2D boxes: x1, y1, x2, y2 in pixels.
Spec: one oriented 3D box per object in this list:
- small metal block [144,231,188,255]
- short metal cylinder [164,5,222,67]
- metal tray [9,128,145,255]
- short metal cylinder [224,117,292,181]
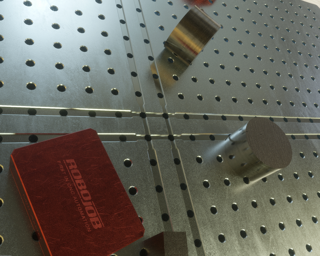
[{"bbox_3d":[0.006,0.135,0.312,0.025,0.050,0.050,10,58,-23],"label":"small metal block"},{"bbox_3d":[0.051,-0.144,0.488,0.050,0.080,0.080,39,51,-2],"label":"short metal cylinder"},{"bbox_3d":[-0.085,0.071,0.316,0.091,0.030,0.130,-18,71,-35],"label":"metal tray"},{"bbox_3d":[0.142,0.031,0.449,0.081,0.050,0.080,14,56,-21],"label":"short metal cylinder"}]
